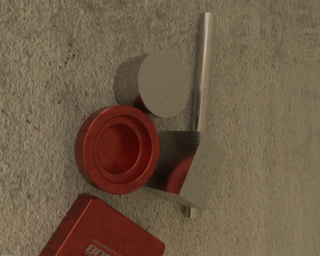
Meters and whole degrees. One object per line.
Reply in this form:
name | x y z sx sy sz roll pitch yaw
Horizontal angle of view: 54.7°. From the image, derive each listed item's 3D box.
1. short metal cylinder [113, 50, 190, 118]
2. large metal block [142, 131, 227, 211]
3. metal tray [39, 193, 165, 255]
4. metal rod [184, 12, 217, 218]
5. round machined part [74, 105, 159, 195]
short metal cylinder | -0.009 -0.052 0.382 0.081 0.050 0.079 0 90 -40
large metal block | 0.027 0.051 0.394 0.050 0.080 0.080 38 67 -34
metal tray | -0.061 0.145 0.353 0.130 0.030 0.090 45 63 -31
metal rod | 0.060 -0.021 0.457 0.025 0.025 0.298 8 85 -40
round machined part | -0.051 0.023 0.352 0.099 0.042 0.097 0 90 -40
